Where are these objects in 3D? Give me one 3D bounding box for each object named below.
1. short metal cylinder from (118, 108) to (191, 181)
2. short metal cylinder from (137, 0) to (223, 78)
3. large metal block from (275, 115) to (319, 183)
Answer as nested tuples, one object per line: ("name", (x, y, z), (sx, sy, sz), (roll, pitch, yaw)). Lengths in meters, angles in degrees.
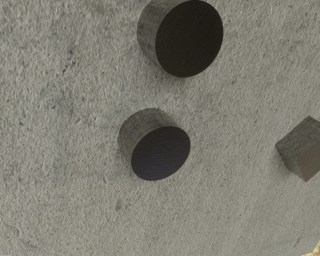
("short metal cylinder", (-0.008, 0.021, 0.399), (0.081, 0.050, 0.079), (-14, 124, -21))
("short metal cylinder", (0.021, -0.102, 0.339), (0.081, 0.050, 0.079), (-14, 124, -21))
("large metal block", (0.267, 0.039, 0.560), (0.080, 0.050, 0.080), (-41, 130, -1))
